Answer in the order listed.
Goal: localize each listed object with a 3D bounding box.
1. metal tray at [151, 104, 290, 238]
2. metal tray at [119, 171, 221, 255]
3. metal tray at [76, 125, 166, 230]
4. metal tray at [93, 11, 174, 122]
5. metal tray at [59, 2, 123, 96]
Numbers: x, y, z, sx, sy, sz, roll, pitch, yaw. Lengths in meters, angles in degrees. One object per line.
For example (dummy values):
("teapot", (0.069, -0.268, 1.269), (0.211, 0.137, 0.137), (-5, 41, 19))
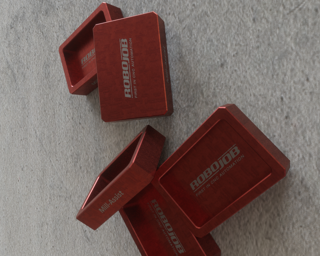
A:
("metal tray", (0.059, 0.048, 0.337), (0.090, 0.030, 0.129), (49, 119, 13))
("metal tray", (0.005, 0.126, 0.395), (0.090, 0.030, 0.130), (-48, 62, 29))
("metal tray", (-0.050, 0.064, 0.403), (0.030, 0.090, 0.129), (38, 121, -12))
("metal tray", (-0.035, -0.076, 0.405), (0.090, 0.030, 0.129), (-6, 88, 17))
("metal tray", (-0.103, -0.118, 0.483), (0.130, 0.030, 0.090), (-28, 72, 36))
